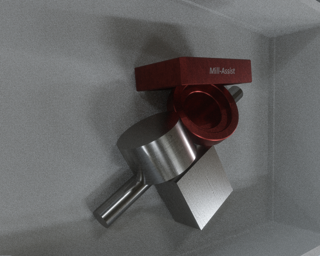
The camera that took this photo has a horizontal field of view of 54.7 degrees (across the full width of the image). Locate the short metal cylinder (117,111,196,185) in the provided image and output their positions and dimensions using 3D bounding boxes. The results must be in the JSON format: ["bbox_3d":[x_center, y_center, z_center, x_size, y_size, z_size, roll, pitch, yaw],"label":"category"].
[{"bbox_3d":[-0.004,0.022,0.368,0.080,0.080,0.050,-41,115,-33],"label":"short metal cylinder"}]

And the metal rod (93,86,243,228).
[{"bbox_3d":[0.030,0.022,0.432,0.302,0.025,0.025,-40,115,-33],"label":"metal rod"}]

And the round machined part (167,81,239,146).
[{"bbox_3d":[0.054,-0.020,0.423,0.099,0.042,0.098,10,62,-20],"label":"round machined part"}]

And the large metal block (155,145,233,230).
[{"bbox_3d":[0.046,0.078,0.428,0.080,0.050,0.080,-40,115,-33],"label":"large metal block"}]

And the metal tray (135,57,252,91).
[{"bbox_3d":[0.045,-0.068,0.400,0.131,0.090,0.030,-9,96,-40],"label":"metal tray"}]
